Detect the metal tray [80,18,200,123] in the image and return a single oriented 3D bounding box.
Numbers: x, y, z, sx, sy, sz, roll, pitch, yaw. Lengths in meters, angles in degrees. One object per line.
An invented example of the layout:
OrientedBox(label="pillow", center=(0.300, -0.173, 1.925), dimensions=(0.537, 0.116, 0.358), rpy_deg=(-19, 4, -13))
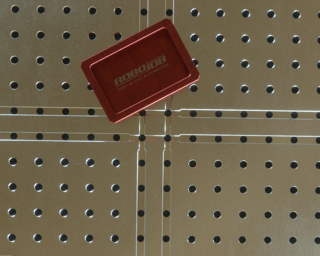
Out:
OrientedBox(label="metal tray", center=(-0.025, -0.074, 0.410), dimensions=(0.130, 0.030, 0.090), rpy_deg=(-28, 90, -1))
